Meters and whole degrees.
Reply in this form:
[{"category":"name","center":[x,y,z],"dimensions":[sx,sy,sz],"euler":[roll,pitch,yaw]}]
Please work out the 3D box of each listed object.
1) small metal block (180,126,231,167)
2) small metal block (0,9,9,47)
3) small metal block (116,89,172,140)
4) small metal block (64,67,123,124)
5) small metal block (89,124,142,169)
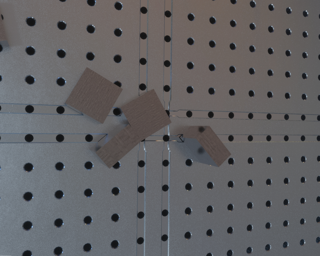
[{"category":"small metal block","center":[0.061,0.024,0.423],"dimensions":[0.025,0.050,0.050],"euler":[-43,104,-15]},{"category":"small metal block","center":[-0.200,-0.114,0.339],"dimensions":[0.050,0.025,0.050],"euler":[-14,95,-20]},{"category":"small metal block","center":[-0.021,-0.017,0.406],"dimensions":[0.050,0.025,0.050],"euler":[-32,101,-18]},{"category":"small metal block","center":[-0.082,-0.039,0.383],"dimensions":[0.050,0.025,0.050],"euler":[31,80,-18]},{"category":"small metal block","center":[-0.055,0.021,0.380],"dimensions":[0.050,0.050,0.025],"euler":[-42,104,-15]}]
